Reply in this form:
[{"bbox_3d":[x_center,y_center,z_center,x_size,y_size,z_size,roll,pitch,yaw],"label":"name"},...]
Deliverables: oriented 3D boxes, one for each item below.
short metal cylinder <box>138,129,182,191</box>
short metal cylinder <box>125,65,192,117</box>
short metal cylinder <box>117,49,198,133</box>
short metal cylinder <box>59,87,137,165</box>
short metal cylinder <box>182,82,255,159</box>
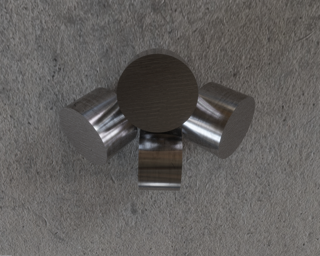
[{"bbox_3d":[0.000,0.039,0.395,0.050,0.080,0.079,2,110,-1],"label":"short metal cylinder"},{"bbox_3d":[0.000,-0.042,0.382,0.081,0.050,0.079,0,110,-1],"label":"short metal cylinder"},{"bbox_3d":[-0.002,-0.041,0.328,0.081,0.050,0.079,0,110,-1],"label":"short metal cylinder"},{"bbox_3d":[-0.074,-0.002,0.374,0.080,0.050,0.079,28,139,28],"label":"short metal cylinder"},{"bbox_3d":[0.071,-0.009,0.373,0.050,0.081,0.079,28,113,31],"label":"short metal cylinder"}]
